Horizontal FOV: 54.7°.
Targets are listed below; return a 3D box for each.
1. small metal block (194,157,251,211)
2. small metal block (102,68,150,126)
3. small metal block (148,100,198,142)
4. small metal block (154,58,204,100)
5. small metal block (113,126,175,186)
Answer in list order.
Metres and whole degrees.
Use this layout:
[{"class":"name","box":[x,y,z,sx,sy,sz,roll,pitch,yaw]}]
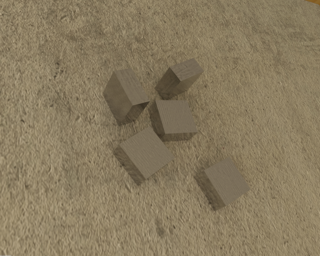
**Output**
[{"class":"small metal block","box":[0.081,0.072,0.403,0.050,0.025,0.050,-21,73,-36]},{"class":"small metal block","box":[-0.044,-0.038,0.387,0.025,0.050,0.050,-18,72,-35]},{"class":"small metal block","box":[0.017,-0.010,0.419,0.050,0.025,0.050,-2,63,-29]},{"class":"small metal block","box":[0.027,-0.069,0.444,0.050,0.050,0.025,-29,78,-37]},{"class":"small metal block","box":[-0.019,0.033,0.373,0.050,0.025,0.050,-32,80,-38]}]
